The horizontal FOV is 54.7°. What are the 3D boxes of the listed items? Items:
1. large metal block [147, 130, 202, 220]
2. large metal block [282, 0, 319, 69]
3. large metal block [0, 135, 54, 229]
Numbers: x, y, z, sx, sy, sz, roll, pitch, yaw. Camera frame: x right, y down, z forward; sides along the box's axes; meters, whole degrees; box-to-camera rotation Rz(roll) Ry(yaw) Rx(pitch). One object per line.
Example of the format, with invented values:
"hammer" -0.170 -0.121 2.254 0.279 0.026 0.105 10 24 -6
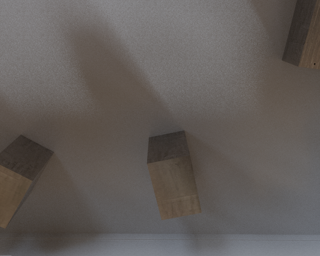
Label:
"large metal block" 0.018 0.058 0.404 0.050 0.080 0.079 -12 110 4
"large metal block" 0.200 -0.110 0.360 0.081 0.050 0.079 6 110 -3
"large metal block" -0.191 0.067 0.404 0.050 0.080 0.080 31 107 -11
